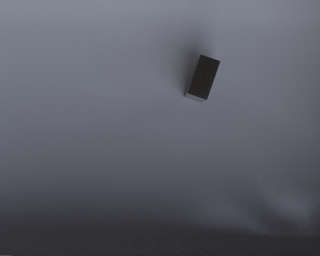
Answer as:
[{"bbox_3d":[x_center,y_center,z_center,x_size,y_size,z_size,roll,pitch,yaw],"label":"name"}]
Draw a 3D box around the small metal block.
[{"bbox_3d":[0.053,-0.062,0.400,0.025,0.050,0.050,19,90,0],"label":"small metal block"}]
